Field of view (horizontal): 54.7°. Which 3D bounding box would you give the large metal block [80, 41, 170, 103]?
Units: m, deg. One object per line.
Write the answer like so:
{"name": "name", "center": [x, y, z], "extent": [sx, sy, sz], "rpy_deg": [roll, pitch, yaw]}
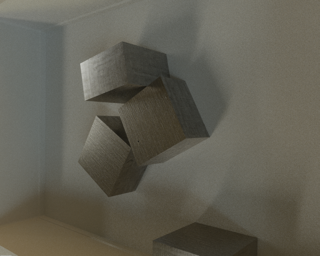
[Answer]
{"name": "large metal block", "center": [-0.044, -0.067, 0.405], "extent": [0.080, 0.081, 0.050], "rpy_deg": [-14, 81, 39]}

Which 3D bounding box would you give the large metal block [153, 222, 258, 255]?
{"name": "large metal block", "center": [0.049, 0.143, 0.329], "extent": [0.080, 0.081, 0.050], "rpy_deg": [1, 91, 39]}

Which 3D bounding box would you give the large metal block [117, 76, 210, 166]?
{"name": "large metal block", "center": [0.003, -0.007, 0.387], "extent": [0.080, 0.050, 0.080], "rpy_deg": [-33, 70, 34]}

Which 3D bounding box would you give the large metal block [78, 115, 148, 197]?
{"name": "large metal block", "center": [-0.062, 0.037, 0.440], "extent": [0.080, 0.050, 0.079], "rpy_deg": [39, 114, 33]}
